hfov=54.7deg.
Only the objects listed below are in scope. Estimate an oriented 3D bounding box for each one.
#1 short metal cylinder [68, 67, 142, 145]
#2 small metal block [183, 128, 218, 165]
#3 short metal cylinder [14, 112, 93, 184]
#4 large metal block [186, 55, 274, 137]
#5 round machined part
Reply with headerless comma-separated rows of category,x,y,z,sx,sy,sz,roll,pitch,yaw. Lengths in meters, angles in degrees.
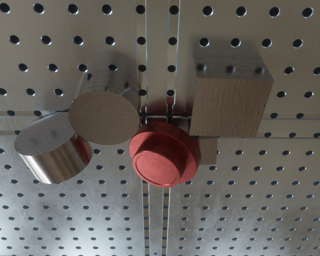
short metal cylinder,-0.064,-0.025,0.373,0.081,0.050,0.079,0,130,0
small metal block,0.053,0.026,0.434,0.050,0.025,0.050,-4,130,3
short metal cylinder,-0.133,0.024,0.394,0.080,0.080,0.050,-9,129,7
large metal block,0.077,-0.036,0.365,0.081,0.050,0.079,2,130,-2
round machined part,0.002,0.042,0.415,0.098,0.042,0.097,15,134,16
